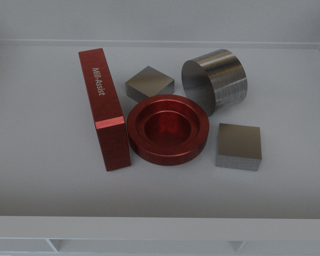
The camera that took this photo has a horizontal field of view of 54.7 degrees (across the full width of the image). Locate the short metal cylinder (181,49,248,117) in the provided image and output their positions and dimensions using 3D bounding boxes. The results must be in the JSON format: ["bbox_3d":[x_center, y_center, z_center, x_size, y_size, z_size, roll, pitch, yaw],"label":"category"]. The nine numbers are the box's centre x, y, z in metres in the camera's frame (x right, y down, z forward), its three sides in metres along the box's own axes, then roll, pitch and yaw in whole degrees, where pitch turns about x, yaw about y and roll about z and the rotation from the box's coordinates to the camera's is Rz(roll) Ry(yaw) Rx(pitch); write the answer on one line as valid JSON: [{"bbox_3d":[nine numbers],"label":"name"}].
[{"bbox_3d":[0.072,-0.061,0.419,0.050,0.080,0.080,-23,54,-18],"label":"short metal cylinder"}]

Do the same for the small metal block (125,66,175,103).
[{"bbox_3d":[-0.014,-0.059,0.452,0.050,0.025,0.050,32,57,25],"label":"small metal block"}]

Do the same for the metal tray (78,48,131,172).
[{"bbox_3d":[-0.068,-0.024,0.380,0.030,0.089,0.130,-13,51,-11],"label":"metal tray"}]

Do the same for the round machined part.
[{"bbox_3d":[0.009,0.007,0.385,0.099,0.042,0.098,0,50,0],"label":"round machined part"}]

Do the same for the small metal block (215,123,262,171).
[{"bbox_3d":[0.097,0.023,0.385,0.050,0.025,0.050,6,50,7],"label":"small metal block"}]
